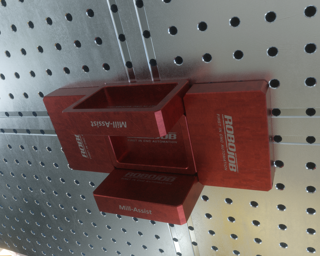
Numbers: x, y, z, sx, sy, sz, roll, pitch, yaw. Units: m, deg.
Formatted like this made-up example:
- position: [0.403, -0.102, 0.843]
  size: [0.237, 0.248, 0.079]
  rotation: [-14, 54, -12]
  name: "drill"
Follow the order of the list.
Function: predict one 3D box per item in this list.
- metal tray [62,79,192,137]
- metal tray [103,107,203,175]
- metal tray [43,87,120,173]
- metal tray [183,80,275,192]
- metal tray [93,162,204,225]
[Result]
- position: [-0.037, -0.025, 0.372]
  size: [0.130, 0.090, 0.030]
  rotation: [1, 119, 27]
  name: "metal tray"
- position: [-0.013, 0.014, 0.419]
  size: [0.130, 0.030, 0.089]
  rotation: [1, 119, 27]
  name: "metal tray"
- position: [-0.113, 0.005, 0.468]
  size: [0.090, 0.030, 0.129]
  rotation: [1, 119, 27]
  name: "metal tray"
- position: [0.084, 0.012, 0.368]
  size: [0.090, 0.030, 0.129]
  rotation: [0, 119, 26]
  name: "metal tray"
- position: [-0.013, 0.081, 0.422]
  size: [0.130, 0.090, 0.030]
  rotation: [1, 119, 27]
  name: "metal tray"
